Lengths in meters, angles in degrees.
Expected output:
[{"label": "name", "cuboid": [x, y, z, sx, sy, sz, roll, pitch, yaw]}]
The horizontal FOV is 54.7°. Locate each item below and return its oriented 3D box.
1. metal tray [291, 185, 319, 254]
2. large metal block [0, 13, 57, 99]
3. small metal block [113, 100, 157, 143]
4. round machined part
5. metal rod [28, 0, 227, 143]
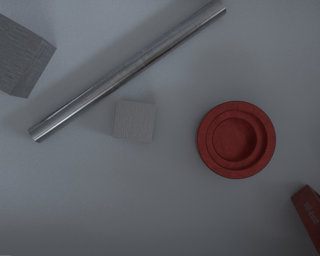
[{"label": "metal tray", "cuboid": [0.209, 0.128, 0.360, 0.090, 0.130, 0.030, 42, 106, 0]}, {"label": "large metal block", "cuboid": [-0.195, -0.094, 0.396, 0.080, 0.050, 0.080, 30, 90, -1]}, {"label": "small metal block", "cuboid": [-0.033, -0.009, 0.411, 0.050, 0.025, 0.050, 8, 90, -1]}, {"label": "round machined part", "cuboid": [0.095, 0.015, 0.404, 0.099, 0.042, 0.097, 0, 90, -1]}, {"label": "metal rod", "cuboid": [-0.042, -0.076, 0.410, 0.301, 0.025, 0.025, -35, 90, -1]}]
